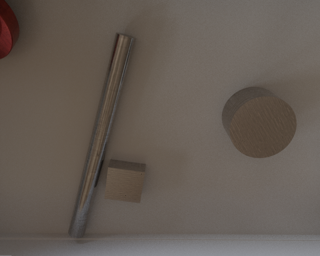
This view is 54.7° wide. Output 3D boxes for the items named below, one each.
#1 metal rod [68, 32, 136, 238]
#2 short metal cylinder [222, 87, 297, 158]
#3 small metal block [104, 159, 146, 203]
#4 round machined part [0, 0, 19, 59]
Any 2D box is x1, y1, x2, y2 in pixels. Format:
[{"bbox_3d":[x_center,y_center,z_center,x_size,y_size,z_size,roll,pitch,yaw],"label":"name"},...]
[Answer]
[{"bbox_3d":[-0.083,0.024,0.418,0.025,0.025,0.298,16,109,-6],"label":"metal rod"},{"bbox_3d":[0.124,-0.008,0.397,0.081,0.050,0.079,0,110,-1],"label":"short metal cylinder"},{"bbox_3d":[-0.049,0.075,0.438,0.050,0.025,0.050,9,110,-4],"label":"small metal block"},{"bbox_3d":[-0.211,-0.110,0.335,0.099,0.042,0.097,4,143,4],"label":"round machined part"}]
